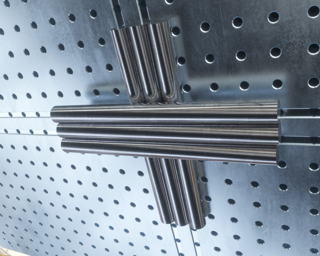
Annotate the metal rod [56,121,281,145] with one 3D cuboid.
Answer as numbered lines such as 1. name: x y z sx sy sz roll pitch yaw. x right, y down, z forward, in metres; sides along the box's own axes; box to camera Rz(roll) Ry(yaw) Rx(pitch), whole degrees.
1. metal rod: -0.010 0.004 0.387 0.300 0.025 0.025 1 119 28

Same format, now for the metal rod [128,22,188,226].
1. metal rod: 0.005 0.013 0.417 0.025 0.025 0.298 2 119 27

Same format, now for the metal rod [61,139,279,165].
1. metal rod: -0.008 0.026 0.399 0.300 0.025 0.025 1 119 28

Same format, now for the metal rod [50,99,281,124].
1. metal rod: -0.015 -0.018 0.376 0.300 0.025 0.025 1 119 28

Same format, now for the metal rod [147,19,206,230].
1. metal rod: 0.028 0.014 0.406 0.025 0.025 0.298 2 119 27

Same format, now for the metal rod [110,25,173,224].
1. metal rod: -0.016 0.013 0.429 0.025 0.025 0.298 2 119 27
